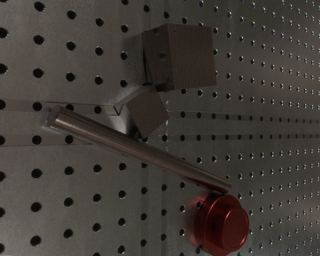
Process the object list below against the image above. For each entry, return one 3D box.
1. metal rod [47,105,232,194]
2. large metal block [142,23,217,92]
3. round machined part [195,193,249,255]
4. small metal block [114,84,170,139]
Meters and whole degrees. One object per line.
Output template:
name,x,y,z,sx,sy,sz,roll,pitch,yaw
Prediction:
metal rod,-0.002,0.041,0.409,0.301,0.025,0.025,26,74,-37
large metal block,0.027,-0.092,0.418,0.081,0.050,0.079,-12,98,-40
round machined part,0.104,0.154,0.488,0.099,0.042,0.097,0,90,-40
small metal block,-0.022,-0.021,0.393,0.050,0.025,0.050,-40,115,-33
